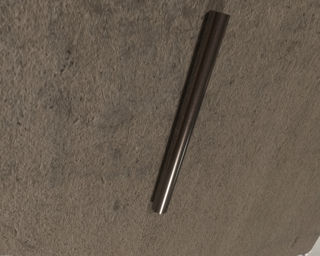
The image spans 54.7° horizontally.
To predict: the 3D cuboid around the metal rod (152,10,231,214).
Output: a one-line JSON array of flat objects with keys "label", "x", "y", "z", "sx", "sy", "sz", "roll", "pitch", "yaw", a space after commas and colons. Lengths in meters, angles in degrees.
[{"label": "metal rod", "x": 0.035, "y": -0.005, "z": 0.424, "sx": 0.025, "sy": 0.025, "sz": 0.298, "roll": 1, "pitch": 118, "yaw": -29}]
